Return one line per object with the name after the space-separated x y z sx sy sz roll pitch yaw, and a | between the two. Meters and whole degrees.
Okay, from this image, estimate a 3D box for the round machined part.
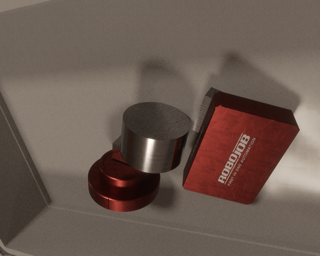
-0.048 0.063 0.424 0.098 0.098 0.042 18 126 17 | round machined part

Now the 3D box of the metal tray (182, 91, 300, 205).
0.087 0.029 0.359 0.091 0.030 0.129 14 127 -3 | metal tray

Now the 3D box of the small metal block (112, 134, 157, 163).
-0.030 0.026 0.423 0.050 0.050 0.025 19 125 17 | small metal block

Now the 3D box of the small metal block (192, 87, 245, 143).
0.071 -0.013 0.363 0.050 0.025 0.050 26 127 12 | small metal block

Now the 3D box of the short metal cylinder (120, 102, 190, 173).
-0.007 0.010 0.382 0.080 0.080 0.050 21 126 15 | short metal cylinder
